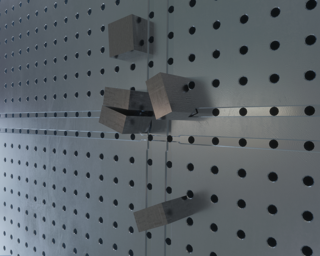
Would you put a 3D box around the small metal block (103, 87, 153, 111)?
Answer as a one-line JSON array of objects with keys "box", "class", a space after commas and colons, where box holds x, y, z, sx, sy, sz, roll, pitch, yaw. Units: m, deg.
[{"box": [-0.042, -0.040, 0.429, 0.050, 0.050, 0.025, 13, 98, 39], "class": "small metal block"}]

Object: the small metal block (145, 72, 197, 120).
[{"box": [0.014, -0.038, 0.382, 0.025, 0.050, 0.050, -26, 74, 37], "class": "small metal block"}]

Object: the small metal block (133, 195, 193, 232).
[{"box": [0.004, 0.108, 0.391, 0.050, 0.050, 0.025, -29, 72, 36], "class": "small metal block"}]

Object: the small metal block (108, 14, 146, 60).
[{"box": [-0.048, -0.130, 0.451, 0.050, 0.025, 0.050, -5, 87, 40], "class": "small metal block"}]

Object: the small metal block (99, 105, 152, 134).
[{"box": [-0.048, -0.012, 0.434, 0.050, 0.050, 0.025, 24, 105, 37], "class": "small metal block"}]
